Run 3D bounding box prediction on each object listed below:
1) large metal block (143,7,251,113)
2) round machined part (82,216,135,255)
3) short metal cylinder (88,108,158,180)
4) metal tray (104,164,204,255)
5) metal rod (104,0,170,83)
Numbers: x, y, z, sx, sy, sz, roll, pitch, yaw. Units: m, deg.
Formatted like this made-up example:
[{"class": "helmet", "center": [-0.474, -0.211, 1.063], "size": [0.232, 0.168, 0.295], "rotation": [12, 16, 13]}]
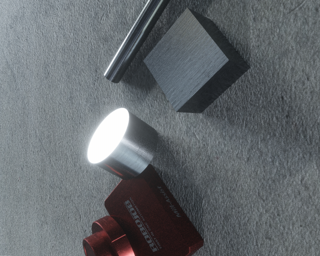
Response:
[{"class": "large metal block", "center": [0.040, -0.073, 0.355], "size": [0.080, 0.050, 0.080], "rotation": [-45, 64, 30]}, {"class": "round machined part", "center": [-0.073, 0.176, 0.429], "size": [0.098, 0.042, 0.097], "rotation": [34, 134, 45]}, {"class": "short metal cylinder", "center": [-0.049, 0.021, 0.404], "size": [0.080, 0.050, 0.080], "rotation": [-34, 37, 30]}, {"class": "metal tray", "center": [-0.014, 0.124, 0.411], "size": [0.090, 0.030, 0.130], "rotation": [-52, 60, 27]}, {"class": "metal rod", "center": [0.009, -0.181, 0.395], "size": [0.025, 0.025, 0.298], "rotation": [52, 120, 27]}]
